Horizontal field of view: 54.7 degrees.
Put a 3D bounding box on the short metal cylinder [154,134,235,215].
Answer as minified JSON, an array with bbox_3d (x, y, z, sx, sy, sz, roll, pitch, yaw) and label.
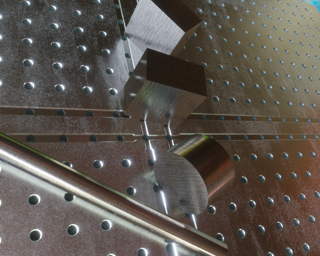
[{"bbox_3d":[0.039,0.053,0.363,0.050,0.080,0.080,-29,78,-38],"label":"short metal cylinder"}]

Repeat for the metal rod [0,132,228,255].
[{"bbox_3d":[-0.059,0.074,0.332,0.301,0.025,0.025,29,52,-10],"label":"metal rod"}]

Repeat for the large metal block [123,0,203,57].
[{"bbox_3d":[0.003,-0.152,0.469,0.080,0.080,0.050,44,51,2],"label":"large metal block"}]

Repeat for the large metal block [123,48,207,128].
[{"bbox_3d":[0.004,-0.049,0.406,0.081,0.080,0.050,13,57,-22],"label":"large metal block"}]
